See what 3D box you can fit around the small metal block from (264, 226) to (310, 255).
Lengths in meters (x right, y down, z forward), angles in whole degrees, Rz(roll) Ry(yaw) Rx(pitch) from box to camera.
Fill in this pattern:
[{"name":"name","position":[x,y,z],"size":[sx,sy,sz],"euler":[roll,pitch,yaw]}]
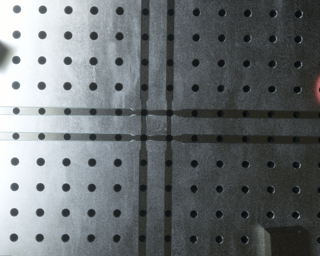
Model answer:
[{"name":"small metal block","position":[0.170,0.161,0.415],"size":[0.050,0.025,0.050],"euler":[-4,90,0]}]
